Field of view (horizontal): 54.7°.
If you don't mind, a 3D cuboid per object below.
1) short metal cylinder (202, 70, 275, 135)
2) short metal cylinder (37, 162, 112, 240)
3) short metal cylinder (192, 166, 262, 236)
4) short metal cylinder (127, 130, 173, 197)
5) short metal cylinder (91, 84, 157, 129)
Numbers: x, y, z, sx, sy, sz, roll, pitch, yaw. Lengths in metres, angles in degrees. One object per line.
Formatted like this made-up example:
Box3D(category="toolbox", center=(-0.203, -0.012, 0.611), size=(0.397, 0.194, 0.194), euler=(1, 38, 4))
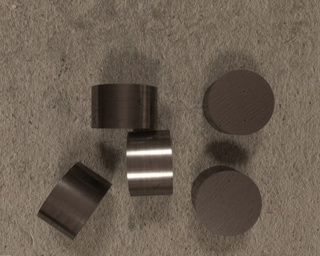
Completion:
Box3D(category="short metal cylinder", center=(0.098, -0.031, 0.399), size=(0.081, 0.050, 0.079), euler=(0, 90, -1))
Box3D(category="short metal cylinder", center=(-0.103, 0.089, 0.381), size=(0.050, 0.080, 0.080), euler=(35, 90, -1))
Box3D(category="short metal cylinder", center=(0.083, 0.091, 0.399), size=(0.081, 0.050, 0.079), euler=(0, 90, -1))
Box3D(category="short metal cylinder", center=(-0.012, 0.043, 0.382), size=(0.050, 0.080, 0.079), euler=(-3, 90, 0))
Box3D(category="short metal cylinder", center=(-0.043, -0.024, 0.382), size=(0.081, 0.080, 0.050), euler=(0, 90, -1))
